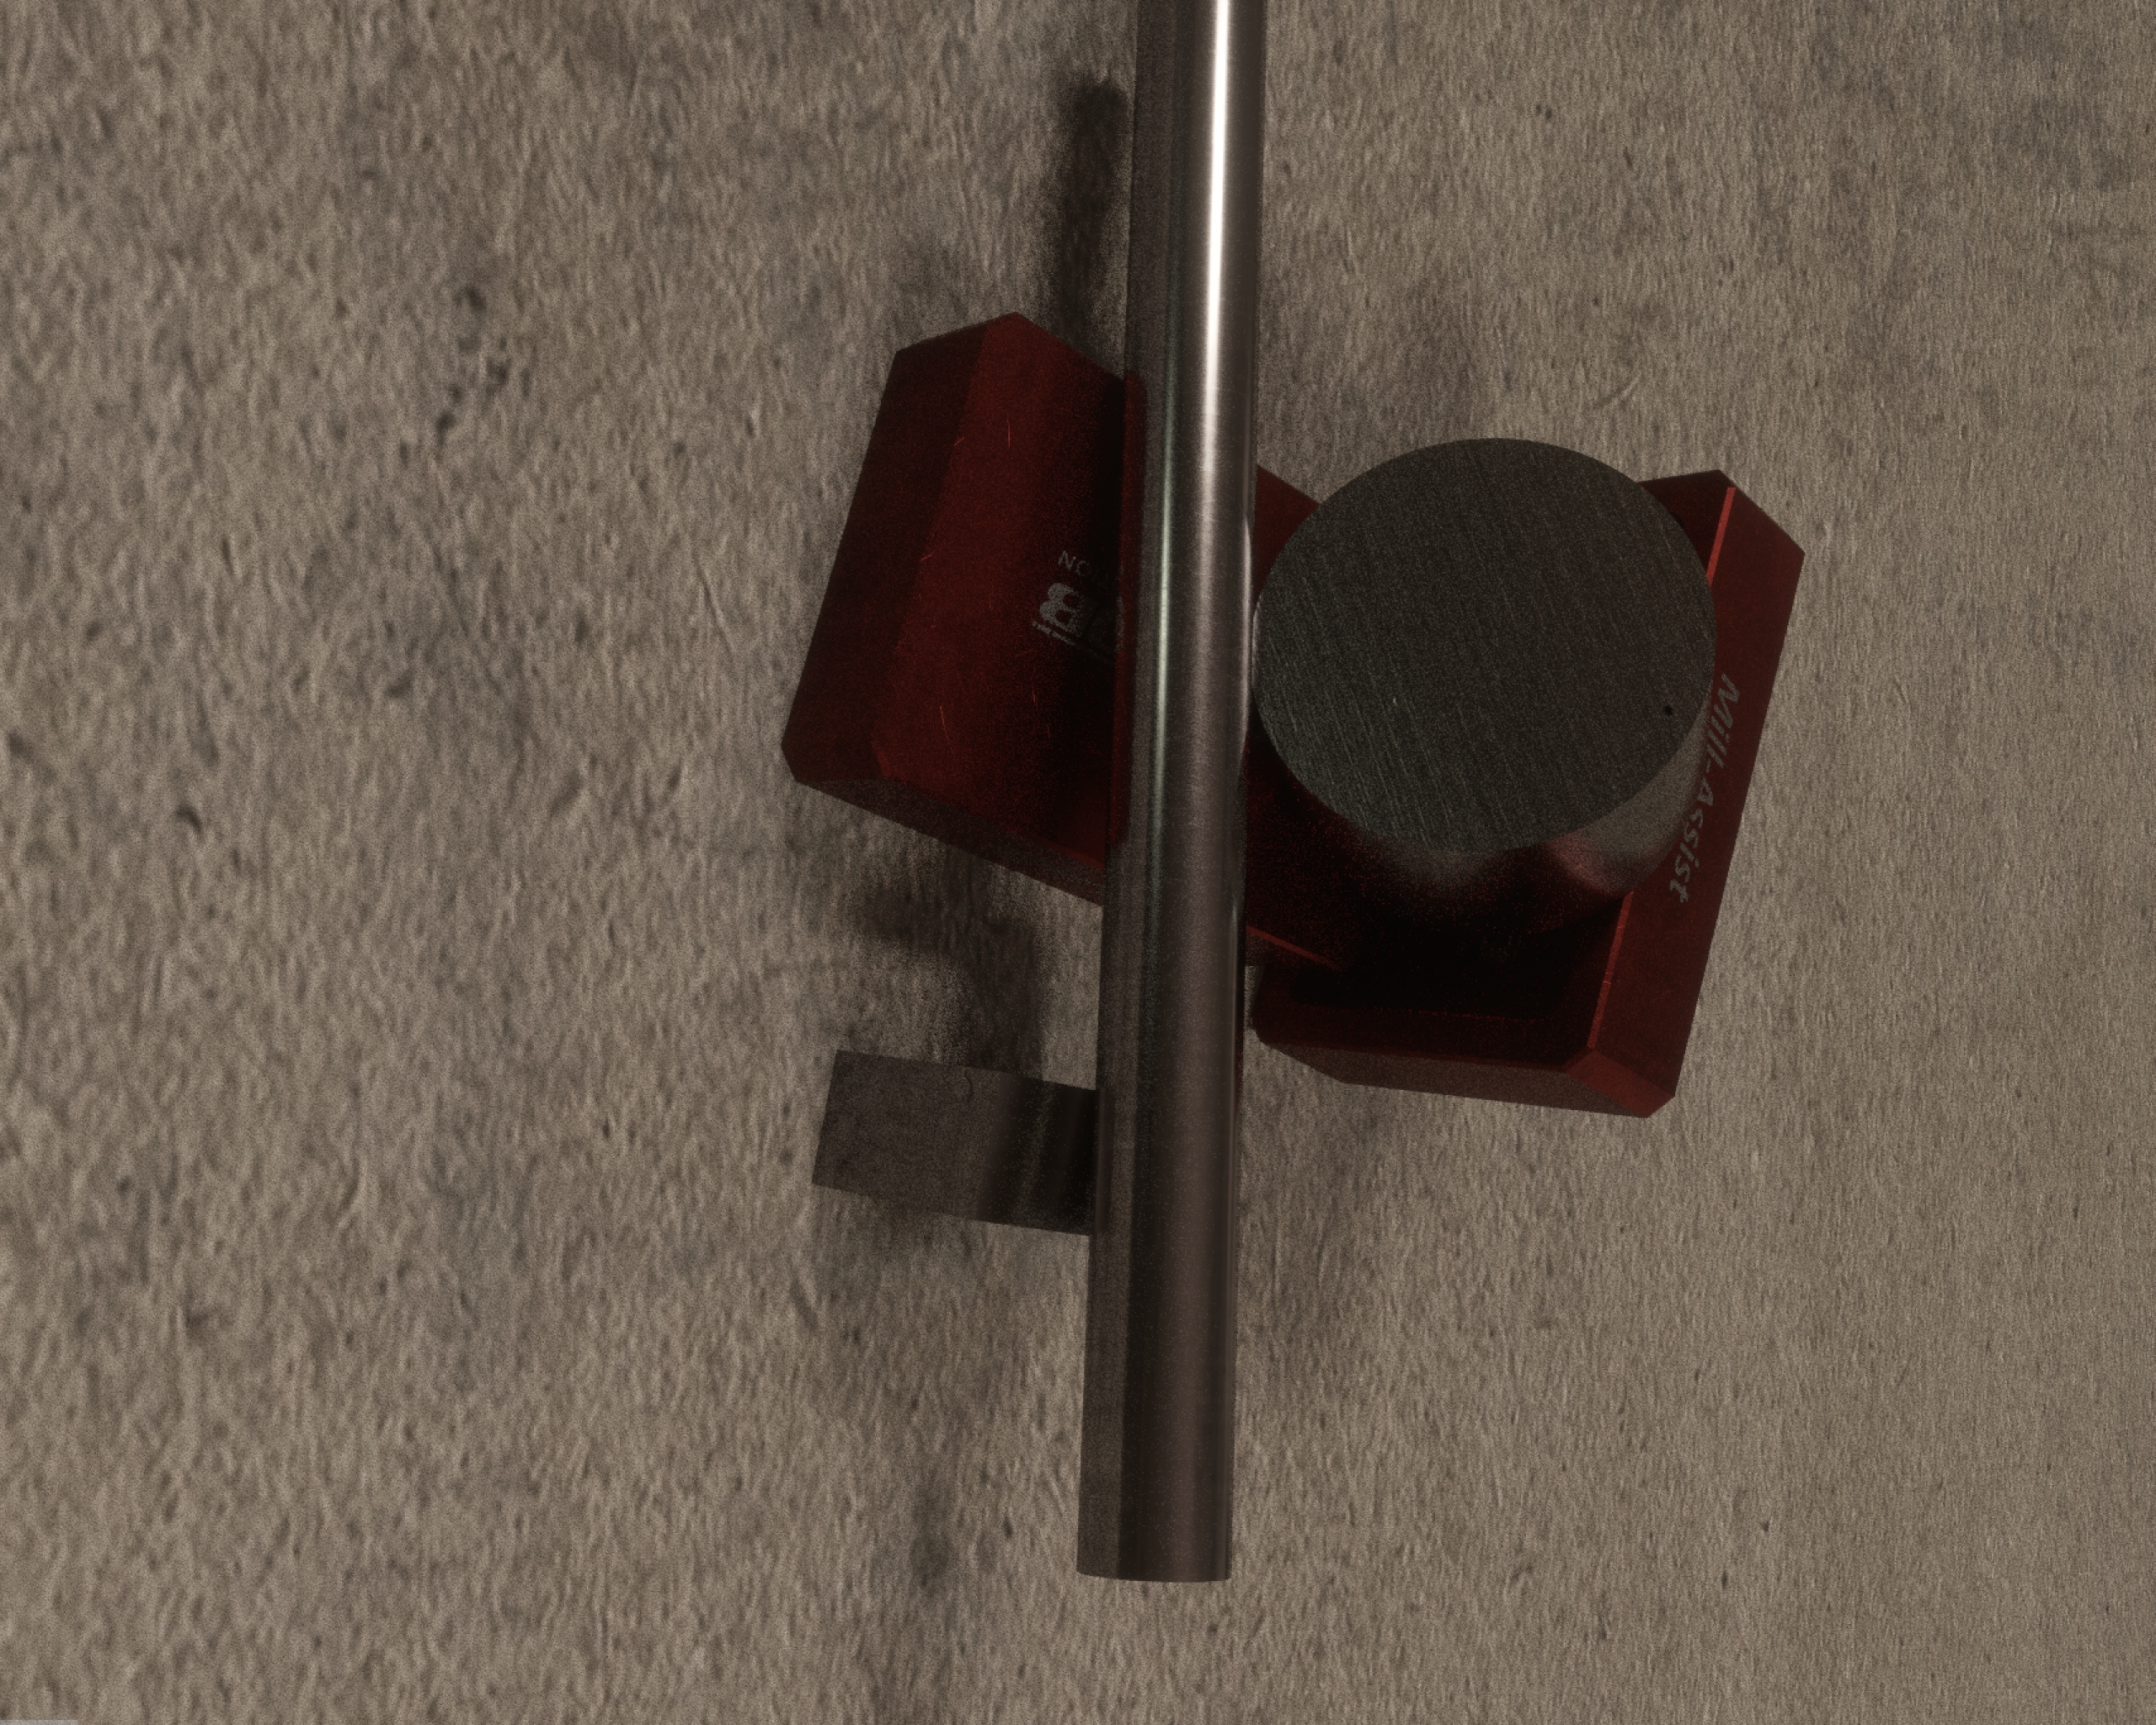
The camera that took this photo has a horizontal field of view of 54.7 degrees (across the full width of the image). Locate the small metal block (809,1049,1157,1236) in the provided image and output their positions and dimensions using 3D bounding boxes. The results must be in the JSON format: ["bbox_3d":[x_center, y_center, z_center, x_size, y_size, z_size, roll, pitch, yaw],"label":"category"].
[{"bbox_3d":[-0.012,0.052,0.381,0.050,0.050,0.025,16,80,-39],"label":"small metal block"}]

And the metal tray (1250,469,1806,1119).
[{"bbox_3d":[0.095,-0.015,0.446,0.030,0.090,0.130,29,72,-37],"label":"metal tray"}]

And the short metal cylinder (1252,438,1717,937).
[{"bbox_3d":[0.076,-0.031,0.388,0.050,0.080,0.080,54,51,-66],"label":"short metal cylinder"}]

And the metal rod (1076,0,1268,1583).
[{"bbox_3d":[0.019,-0.030,0.373,0.025,0.025,0.299,14,72,-40],"label":"metal rod"}]

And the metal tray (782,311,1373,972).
[{"bbox_3d":[0.013,-0.039,0.415,0.131,0.030,0.090,23,75,-38],"label":"metal tray"}]
